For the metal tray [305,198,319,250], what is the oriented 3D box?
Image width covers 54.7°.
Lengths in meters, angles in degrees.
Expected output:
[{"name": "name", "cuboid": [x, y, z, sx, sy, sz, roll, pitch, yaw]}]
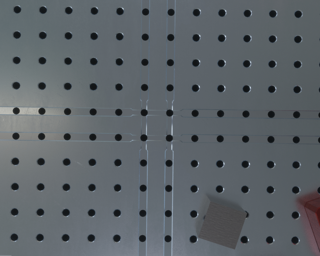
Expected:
[{"name": "metal tray", "cuboid": [0.274, 0.126, 0.413, 0.131, 0.030, 0.090, -19, 90, 0]}]

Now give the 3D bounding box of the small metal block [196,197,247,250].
[{"name": "small metal block", "cuboid": [0.081, 0.126, 0.414, 0.050, 0.025, 0.050, 19, 90, 0]}]
